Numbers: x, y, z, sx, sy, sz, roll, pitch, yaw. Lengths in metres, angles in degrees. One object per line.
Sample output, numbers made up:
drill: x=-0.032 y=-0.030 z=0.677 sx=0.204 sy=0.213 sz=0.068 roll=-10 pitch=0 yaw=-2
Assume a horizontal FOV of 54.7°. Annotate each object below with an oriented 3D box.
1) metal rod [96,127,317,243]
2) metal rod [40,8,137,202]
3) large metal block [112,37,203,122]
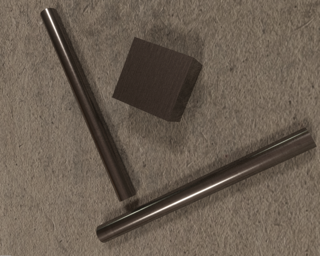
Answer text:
metal rod: x=0.044 y=0.080 z=0.392 sx=0.300 sy=0.025 sz=0.025 roll=-29 pitch=81 yaw=17
metal rod: x=-0.106 y=-0.038 z=0.444 sx=0.025 sy=0.025 sz=0.299 roll=-27 pitch=81 yaw=17
large metal block: x=-0.002 y=-0.060 z=0.396 sx=0.080 sy=0.050 sz=0.080 roll=24 pitch=98 yaw=18
